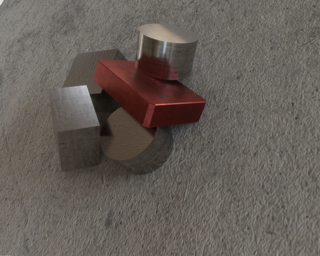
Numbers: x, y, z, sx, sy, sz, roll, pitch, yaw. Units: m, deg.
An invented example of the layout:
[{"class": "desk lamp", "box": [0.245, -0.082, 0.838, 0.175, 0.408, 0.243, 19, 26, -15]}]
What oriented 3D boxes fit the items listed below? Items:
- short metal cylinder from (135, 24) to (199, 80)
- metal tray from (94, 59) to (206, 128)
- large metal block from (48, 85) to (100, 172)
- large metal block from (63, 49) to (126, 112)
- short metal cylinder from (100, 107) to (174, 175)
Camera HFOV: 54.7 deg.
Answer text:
[{"class": "short metal cylinder", "box": [0.008, -0.106, 0.425, 0.081, 0.050, 0.080, 7, 33, -4]}, {"class": "metal tray", "box": [-0.016, -0.049, 0.404, 0.130, 0.091, 0.030, 41, 125, 39]}, {"class": "large metal block", "box": [-0.117, 0.000, 0.422, 0.050, 0.079, 0.080, -10, 49, -21]}, {"class": "large metal block", "box": [-0.097, -0.072, 0.481, 0.080, 0.050, 0.080, 1, 62, 28]}, {"class": "short metal cylinder", "box": [-0.029, 0.014, 0.397, 0.080, 0.050, 0.080, -13, 56, 21]}]
